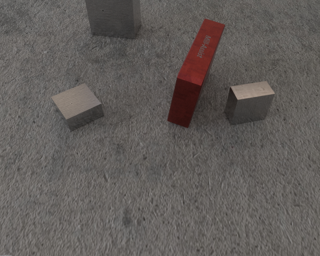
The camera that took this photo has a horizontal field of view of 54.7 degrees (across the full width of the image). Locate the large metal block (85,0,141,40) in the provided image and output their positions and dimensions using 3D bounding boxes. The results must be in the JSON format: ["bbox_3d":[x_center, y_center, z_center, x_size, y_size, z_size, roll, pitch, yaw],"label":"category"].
[{"bbox_3d":[-0.079,-0.207,0.541,0.080,0.080,0.050,8,51,6],"label":"large metal block"}]

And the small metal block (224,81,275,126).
[{"bbox_3d":[0.118,-0.033,0.415,0.050,0.050,0.025,-10,51,-8],"label":"small metal block"}]

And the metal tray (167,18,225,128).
[{"bbox_3d":[0.050,-0.075,0.422,0.030,0.089,0.130,20,52,6],"label":"metal tray"}]

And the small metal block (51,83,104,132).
[{"bbox_3d":[-0.113,-0.029,0.427,0.050,0.025,0.050,-28,56,-22],"label":"small metal block"}]
